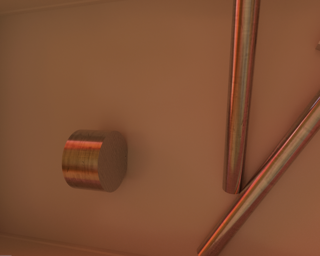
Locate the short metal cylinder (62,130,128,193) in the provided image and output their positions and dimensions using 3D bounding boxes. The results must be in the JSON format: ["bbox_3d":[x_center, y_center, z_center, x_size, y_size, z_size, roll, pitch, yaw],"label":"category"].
[{"bbox_3d":[-0.083,0.042,0.409,0.050,0.080,0.079,2,91,20],"label":"short metal cylinder"}]

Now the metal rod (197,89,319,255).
[{"bbox_3d":[0.133,0.039,0.349,0.025,0.025,0.298,37,106,16],"label":"metal rod"}]

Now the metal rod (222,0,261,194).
[{"bbox_3d":[0.083,-0.060,0.315,0.025,0.025,0.298,7,118,19],"label":"metal rod"}]

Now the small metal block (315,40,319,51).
[{"bbox_3d":[0.208,-0.102,0.337,0.050,0.025,0.050,30,99,17],"label":"small metal block"}]
